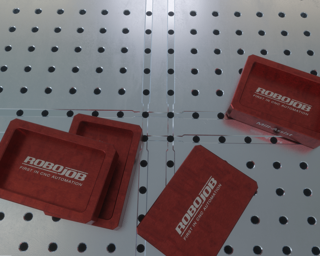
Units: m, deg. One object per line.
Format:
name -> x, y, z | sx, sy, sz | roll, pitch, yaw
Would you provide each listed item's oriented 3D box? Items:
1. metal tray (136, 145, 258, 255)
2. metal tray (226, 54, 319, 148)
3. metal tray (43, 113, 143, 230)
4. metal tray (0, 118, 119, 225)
metal tray -> 0.045, 0.097, 0.374 | 0.090, 0.030, 0.130 | 34, 73, 11
metal tray -> 0.168, -0.038, 0.423 | 0.130, 0.030, 0.090 | 21, 71, 7
metal tray -> -0.079, 0.053, 0.389 | 0.090, 0.030, 0.130 | 11, 70, 4
metal tray -> -0.124, 0.049, 0.358 | 0.131, 0.030, 0.090 | 15, 71, 5
